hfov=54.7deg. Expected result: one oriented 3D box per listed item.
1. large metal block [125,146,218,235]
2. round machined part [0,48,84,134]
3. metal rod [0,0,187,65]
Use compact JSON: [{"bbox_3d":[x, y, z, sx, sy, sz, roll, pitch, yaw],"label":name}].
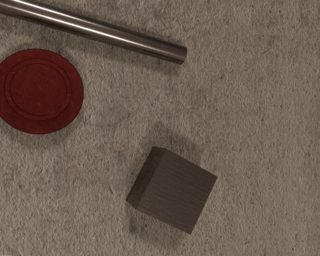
[{"bbox_3d":[0.015,0.079,0.402,0.080,0.050,0.080,30,80,-18],"label":"large metal block"},{"bbox_3d":[-0.136,-0.041,0.350,0.099,0.042,0.097,0,90,-21],"label":"round machined part"},{"bbox_3d":[-0.108,-0.126,0.369,0.302,0.025,0.025,11,86,-20],"label":"metal rod"}]
